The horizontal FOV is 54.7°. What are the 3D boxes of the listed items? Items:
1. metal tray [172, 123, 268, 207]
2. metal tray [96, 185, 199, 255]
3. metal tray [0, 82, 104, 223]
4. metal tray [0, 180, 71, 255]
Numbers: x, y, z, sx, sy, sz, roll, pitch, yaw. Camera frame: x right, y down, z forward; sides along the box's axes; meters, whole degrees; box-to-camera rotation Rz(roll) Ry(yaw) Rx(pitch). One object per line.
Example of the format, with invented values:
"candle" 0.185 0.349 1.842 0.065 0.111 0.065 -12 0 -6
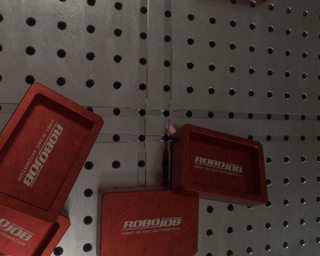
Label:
"metal tray" 0.082 0.053 0.424 0.131 0.030 0.090 14 62 -20
"metal tray" -0.014 0.124 0.406 0.131 0.030 0.089 2 90 -21
"metal tray" -0.131 0.026 0.343 0.090 0.030 0.130 30 65 -19
"metal tray" -0.180 0.108 0.343 0.130 0.030 0.090 36 78 -17
